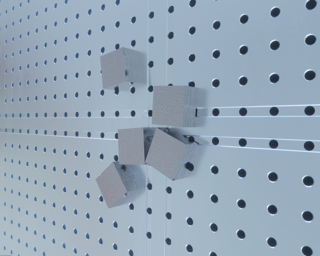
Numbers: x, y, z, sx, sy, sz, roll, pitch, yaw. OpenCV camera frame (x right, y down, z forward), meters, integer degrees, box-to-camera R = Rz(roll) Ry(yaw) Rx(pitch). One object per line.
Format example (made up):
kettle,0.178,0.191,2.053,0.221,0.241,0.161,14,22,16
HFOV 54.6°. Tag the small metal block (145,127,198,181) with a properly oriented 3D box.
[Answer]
small metal block,0.014,0.032,0.399,0.050,0.025,0.050,30,109,36

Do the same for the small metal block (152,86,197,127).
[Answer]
small metal block,0.018,-0.028,0.396,0.050,0.025,0.050,6,94,40

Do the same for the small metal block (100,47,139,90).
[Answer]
small metal block,-0.061,-0.087,0.461,0.050,0.025,0.050,-10,84,39

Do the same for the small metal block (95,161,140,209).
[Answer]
small metal block,-0.064,0.084,0.464,0.050,0.025,0.050,-45,63,31

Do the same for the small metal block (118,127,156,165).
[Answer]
small metal block,-0.032,0.025,0.437,0.050,0.025,0.050,-4,87,40
